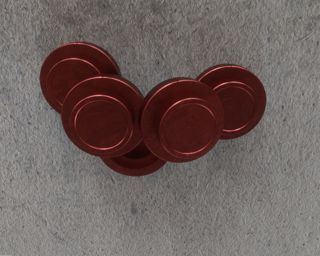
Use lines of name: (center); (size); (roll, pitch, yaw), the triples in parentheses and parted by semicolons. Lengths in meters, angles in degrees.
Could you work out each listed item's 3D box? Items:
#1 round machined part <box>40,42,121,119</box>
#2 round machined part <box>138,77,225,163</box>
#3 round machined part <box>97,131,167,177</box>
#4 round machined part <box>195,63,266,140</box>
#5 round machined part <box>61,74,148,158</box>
round machined part: (-0.098, -0.054, 0.380); (0.099, 0.042, 0.097); (0, 110, -1)
round machined part: (0.027, -0.005, 0.345); (0.099, 0.042, 0.097); (-5, 109, -13)
round machined part: (-0.032, 0.011, 0.405); (0.099, 0.042, 0.097); (0, 110, -1)
round machined part: (0.086, -0.030, 0.392); (0.099, 0.042, 0.097); (0, 110, -1)
round machined part: (-0.063, -0.010, 0.352); (0.099, 0.042, 0.097); (0, 110, -1)
